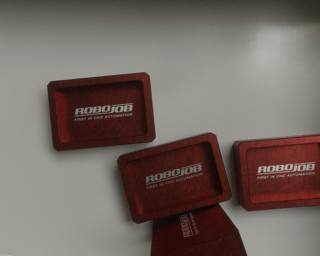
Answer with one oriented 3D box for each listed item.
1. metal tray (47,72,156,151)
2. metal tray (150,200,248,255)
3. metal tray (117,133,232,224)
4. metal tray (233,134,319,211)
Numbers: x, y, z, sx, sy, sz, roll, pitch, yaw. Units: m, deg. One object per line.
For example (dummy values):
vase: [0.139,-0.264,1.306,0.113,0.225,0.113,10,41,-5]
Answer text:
metal tray: [-0.074,-0.021,0.408,0.131,0.030,0.089,-6,90,0]
metal tray: [0.038,0.125,0.359,0.090,0.130,0.030,-19,91,0]
metal tray: [0.019,0.064,0.408,0.131,0.030,0.090,-15,90,0]
metal tray: [0.168,0.057,0.409,0.131,0.030,0.089,-5,90,0]
